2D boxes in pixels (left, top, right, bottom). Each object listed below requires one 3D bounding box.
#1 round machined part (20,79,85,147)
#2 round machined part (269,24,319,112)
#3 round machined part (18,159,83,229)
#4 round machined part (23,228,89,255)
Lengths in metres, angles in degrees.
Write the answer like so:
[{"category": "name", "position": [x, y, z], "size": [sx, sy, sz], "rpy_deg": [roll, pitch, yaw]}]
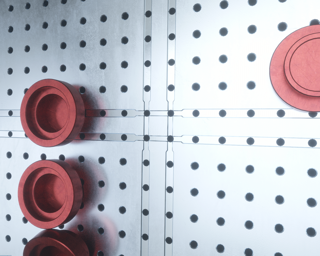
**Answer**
[{"category": "round machined part", "position": [-0.152, -0.021, 0.458], "size": [0.098, 0.042, 0.097], "rpy_deg": [0, 90, 20]}, {"category": "round machined part", "position": [0.173, -0.066, 0.342], "size": [0.098, 0.042, 0.097], "rpy_deg": [0, 90, 20]}, {"category": "round machined part", "position": [-0.156, 0.094, 0.458], "size": [0.098, 0.042, 0.098], "rpy_deg": [-1, 87, 20]}, {"category": "round machined part", "position": [-0.142, 0.187, 0.446], "size": [0.098, 0.042, 0.097], "rpy_deg": [5, 107, 17]}]
